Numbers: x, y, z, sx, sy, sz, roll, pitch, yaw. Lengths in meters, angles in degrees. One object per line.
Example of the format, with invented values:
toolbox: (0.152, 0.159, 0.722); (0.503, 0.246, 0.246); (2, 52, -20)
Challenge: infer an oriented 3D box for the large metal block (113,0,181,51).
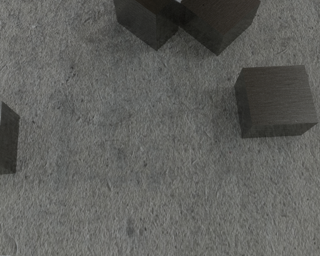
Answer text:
large metal block: (-0.019, -0.170, 0.441); (0.080, 0.080, 0.050); (39, 75, 13)

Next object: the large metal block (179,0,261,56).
large metal block: (0.085, -0.168, 0.457); (0.080, 0.050, 0.080); (42, 75, 14)

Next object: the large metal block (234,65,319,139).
large metal block: (0.149, -0.034, 0.408); (0.081, 0.050, 0.080); (-3, 70, -1)

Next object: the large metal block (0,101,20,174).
large metal block: (-0.229, 0.016, 0.387); (0.081, 0.050, 0.080); (-5, 70, -2)
